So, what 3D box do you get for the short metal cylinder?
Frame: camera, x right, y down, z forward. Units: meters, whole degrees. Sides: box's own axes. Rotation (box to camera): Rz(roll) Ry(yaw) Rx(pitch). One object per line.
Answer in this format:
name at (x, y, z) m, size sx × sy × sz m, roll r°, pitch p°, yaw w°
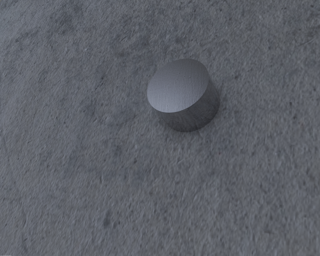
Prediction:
short metal cylinder at (0.031, -0.041, 0.396) m, size 0.080 × 0.050 × 0.080 m, roll -13°, pitch 56°, yaw 20°
